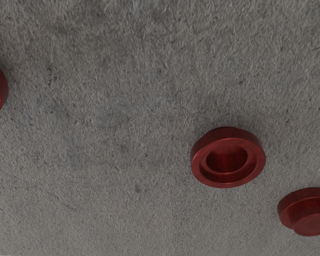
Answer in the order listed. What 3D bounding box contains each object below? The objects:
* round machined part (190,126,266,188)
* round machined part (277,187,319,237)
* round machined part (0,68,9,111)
[{"bbox_3d":[0.091,0.036,0.428,0.099,0.042,0.097,0,130,0],"label":"round machined part"},{"bbox_3d":[0.254,0.147,0.524,0.099,0.042,0.097,0,130,0],"label":"round machined part"},{"bbox_3d":[-0.221,-0.054,0.347,0.099,0.042,0.097,0,130,0],"label":"round machined part"}]
